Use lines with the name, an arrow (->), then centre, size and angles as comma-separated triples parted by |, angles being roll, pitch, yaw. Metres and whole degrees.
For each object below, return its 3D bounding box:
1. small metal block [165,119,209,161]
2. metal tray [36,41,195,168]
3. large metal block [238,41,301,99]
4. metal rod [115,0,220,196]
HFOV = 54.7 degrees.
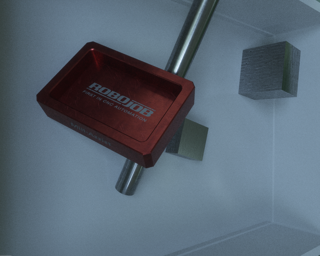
small metal block -> 0.039, 0.017, 0.442 | 0.050, 0.025, 0.050 | 21, 77, -38
metal tray -> -0.042, -0.028, 0.309 | 0.090, 0.130, 0.030 | -56, 161, -25
large metal block -> 0.187, -0.095, 0.530 | 0.050, 0.080, 0.080 | 12, 82, -40
metal rod -> 0.016, -0.058, 0.342 | 0.025, 0.025, 0.298 | 13, 107, -40
